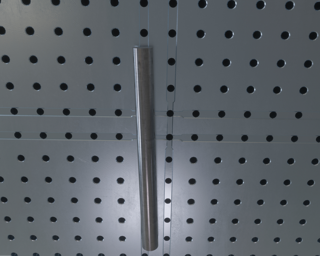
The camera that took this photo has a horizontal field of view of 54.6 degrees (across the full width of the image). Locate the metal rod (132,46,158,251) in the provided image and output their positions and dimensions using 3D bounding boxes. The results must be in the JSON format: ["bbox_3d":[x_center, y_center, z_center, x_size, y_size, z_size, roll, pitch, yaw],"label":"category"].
[{"bbox_3d":[-0.018,0.042,0.428,0.025,0.025,0.298,-1,110,0],"label":"metal rod"}]
